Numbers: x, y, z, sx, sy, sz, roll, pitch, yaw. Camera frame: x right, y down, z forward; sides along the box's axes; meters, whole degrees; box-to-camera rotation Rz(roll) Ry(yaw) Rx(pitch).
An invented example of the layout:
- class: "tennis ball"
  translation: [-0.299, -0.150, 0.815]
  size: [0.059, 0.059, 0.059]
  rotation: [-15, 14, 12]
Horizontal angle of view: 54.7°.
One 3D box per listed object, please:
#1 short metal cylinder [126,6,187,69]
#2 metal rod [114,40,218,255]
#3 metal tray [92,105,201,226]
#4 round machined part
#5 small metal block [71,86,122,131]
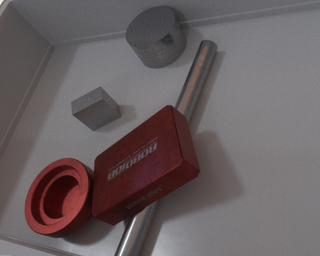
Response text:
- class: "short metal cylinder"
  translation: [-0.005, -0.139, 0.476]
  size: [0.080, 0.050, 0.080]
  rotation: [-13, 56, 21]
- class: "metal rod"
  translation: [0.016, 0.013, 0.388]
  size: [0.025, 0.025, 0.300]
  rotation: [9, 66, 32]
- class: "metal tray"
  translation: [-0.022, 0.043, 0.356]
  size: [0.130, 0.030, 0.090]
  rotation: [-35, 39, 23]
- class: "round machined part"
  translation: [-0.121, 0.092, 0.400]
  size: [0.098, 0.042, 0.098]
  rotation: [-13, 56, 20]
- class: "small metal block"
  translation: [-0.093, -0.027, 0.453]
  size: [0.050, 0.050, 0.025]
  rotation: [-26, 53, 12]
